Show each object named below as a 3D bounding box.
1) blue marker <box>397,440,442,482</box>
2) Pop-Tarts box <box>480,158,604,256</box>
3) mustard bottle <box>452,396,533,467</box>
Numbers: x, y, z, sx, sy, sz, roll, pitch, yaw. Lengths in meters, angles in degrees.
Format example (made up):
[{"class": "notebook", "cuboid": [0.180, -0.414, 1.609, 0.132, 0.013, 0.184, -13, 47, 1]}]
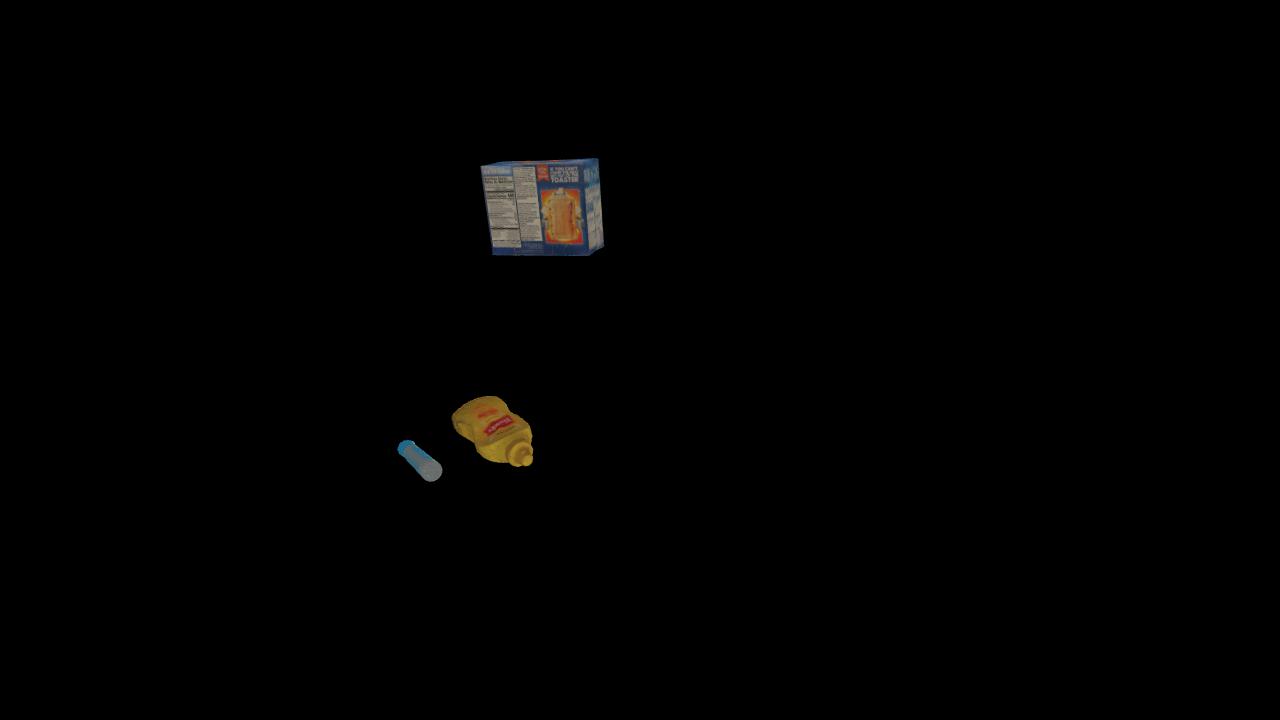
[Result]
[{"class": "blue marker", "cuboid": [-0.220, 0.097, 0.609, 0.020, 0.020, 0.121, 0, 4, -31]}, {"class": "Pop-Tarts box", "cuboid": [-0.151, -0.243, 0.978, 0.167, 0.141, 0.083, 2, 23, 14]}, {"class": "mustard bottle", "cuboid": [-0.221, 0.119, 0.976, 0.092, 0.054, 0.184, -17, 31, -34]}]
